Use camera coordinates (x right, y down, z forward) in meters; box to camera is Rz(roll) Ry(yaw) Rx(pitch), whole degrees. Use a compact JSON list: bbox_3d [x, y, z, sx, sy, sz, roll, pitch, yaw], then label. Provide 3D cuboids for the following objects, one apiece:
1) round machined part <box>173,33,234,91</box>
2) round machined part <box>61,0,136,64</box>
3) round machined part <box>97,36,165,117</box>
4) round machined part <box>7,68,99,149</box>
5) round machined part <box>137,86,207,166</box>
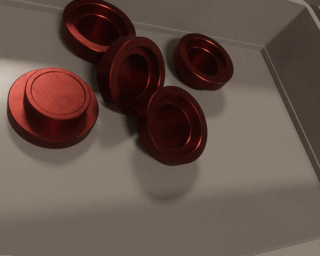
[{"bbox_3d":[0.064,-0.099,0.492,0.099,0.042,0.098,14,56,-21],"label":"round machined part"},{"bbox_3d":[-0.087,-0.128,0.427,0.099,0.042,0.098,14,56,-21],"label":"round machined part"},{"bbox_3d":[-0.040,-0.066,0.392,0.042,0.097,0.099,16,39,37],"label":"round machined part"},{"bbox_3d":[-0.117,-0.029,0.350,0.099,0.042,0.098,14,56,-21],"label":"round machined part"},{"bbox_3d":[0.011,0.000,0.391,0.099,0.042,0.098,13,69,-37],"label":"round machined part"}]
